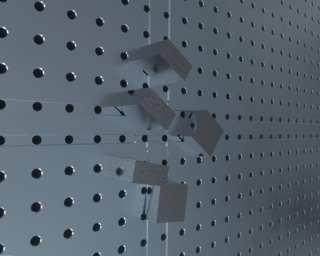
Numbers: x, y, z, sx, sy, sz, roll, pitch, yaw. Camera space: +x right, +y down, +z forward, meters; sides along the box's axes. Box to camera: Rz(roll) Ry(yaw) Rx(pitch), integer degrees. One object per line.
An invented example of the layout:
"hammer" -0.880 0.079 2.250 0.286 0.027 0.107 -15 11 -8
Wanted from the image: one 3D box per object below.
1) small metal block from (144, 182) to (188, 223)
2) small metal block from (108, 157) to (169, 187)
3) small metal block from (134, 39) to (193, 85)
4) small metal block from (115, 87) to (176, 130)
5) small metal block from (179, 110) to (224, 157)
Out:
"small metal block" 0.009 0.099 0.419 0.050 0.025 0.050 11 83 -40
"small metal block" -0.026 0.053 0.373 0.050 0.050 0.025 15 80 -39
"small metal block" 0.004 -0.083 0.398 0.050 0.050 0.025 42 65 -33
"small metal block" -0.017 -0.022 0.380 0.050 0.050 0.025 44 64 -32
"small metal block" 0.064 0.008 0.465 0.050 0.025 0.050 46 62 -31
